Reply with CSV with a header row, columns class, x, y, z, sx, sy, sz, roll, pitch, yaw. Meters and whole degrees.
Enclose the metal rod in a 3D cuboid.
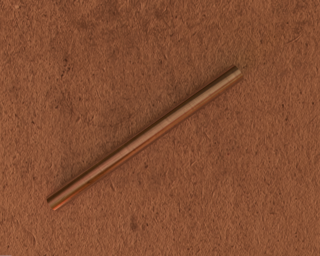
class,x,y,z,sx,sy,sz,roll,pitch,yaw
metal rod,-0.020,0.013,0.411,0.301,0.025,0.025,-35,90,0
